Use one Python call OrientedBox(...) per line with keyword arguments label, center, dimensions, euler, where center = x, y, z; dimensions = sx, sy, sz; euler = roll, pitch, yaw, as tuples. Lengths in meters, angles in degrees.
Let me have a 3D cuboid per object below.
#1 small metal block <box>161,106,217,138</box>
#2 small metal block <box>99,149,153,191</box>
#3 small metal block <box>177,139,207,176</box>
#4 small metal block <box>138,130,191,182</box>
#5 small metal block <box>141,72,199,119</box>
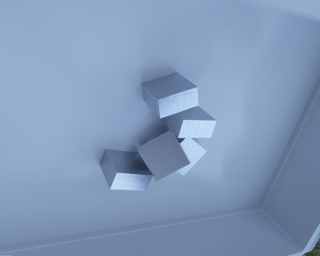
OrientedBox(label="small metal block", center=(0.037, -0.010, 0.406), dimensions=(0.050, 0.050, 0.025), euler=(0, 118, -29))
OrientedBox(label="small metal block", center=(-0.045, 0.054, 0.401), dimensions=(0.050, 0.050, 0.025), euler=(10, 115, -33))
OrientedBox(label="small metal block", center=(0.031, 0.034, 0.447), dimensions=(0.050, 0.025, 0.050), euler=(-48, 129, 5))
OrientedBox(label="small metal block", center=(0.007, 0.036, 0.410), dimensions=(0.050, 0.050, 0.025), euler=(-29, 173, 5))
OrientedBox(label="small metal block", center=(0.011, -0.041, 0.373), dimensions=(0.050, 0.050, 0.025), euler=(-19, 126, -17))
